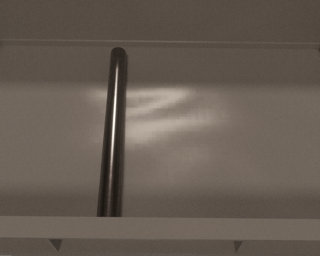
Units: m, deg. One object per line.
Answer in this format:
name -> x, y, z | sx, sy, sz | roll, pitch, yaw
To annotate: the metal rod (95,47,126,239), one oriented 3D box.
metal rod -> -0.060, -0.007, 0.410 | 0.025, 0.025, 0.300 | -2, 50, -2
